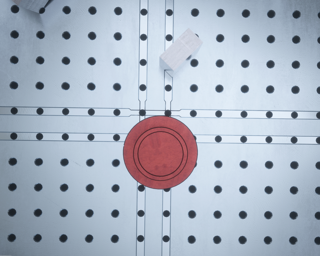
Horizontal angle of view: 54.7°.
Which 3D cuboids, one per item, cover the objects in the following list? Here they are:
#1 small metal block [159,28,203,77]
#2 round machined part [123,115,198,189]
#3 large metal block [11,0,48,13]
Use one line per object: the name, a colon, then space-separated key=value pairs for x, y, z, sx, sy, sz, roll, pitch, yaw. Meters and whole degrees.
small metal block: x=0.026 y=-0.096 z=0.401 sx=0.050 sy=0.050 sz=0.025 roll=-45 pitch=91 yaw=0
round machined part: x=0.000 y=0.032 z=0.405 sx=0.099 sy=0.042 sz=0.097 roll=0 pitch=90 yaw=-1
large metal block: x=-0.173 y=-0.208 z=0.390 sx=0.080 sy=0.050 sz=0.080 roll=41 pitch=103 yaw=-1
